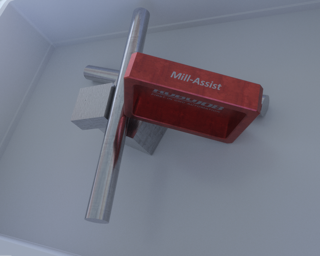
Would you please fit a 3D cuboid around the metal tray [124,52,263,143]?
[{"bbox_3d":[0.029,-0.027,0.329,0.131,0.090,0.030,15,67,0],"label":"metal tray"}]

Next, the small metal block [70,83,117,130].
[{"bbox_3d":[-0.081,-0.027,0.397,0.050,0.025,0.050,-6,59,24],"label":"small metal block"}]

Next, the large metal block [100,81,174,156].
[{"bbox_3d":[-0.033,-0.020,0.416,0.080,0.050,0.080,20,72,35],"label":"large metal block"}]

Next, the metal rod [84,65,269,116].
[{"bbox_3d":[0.001,-0.060,0.439,0.300,0.025,0.025,16,70,34],"label":"metal rod"}]

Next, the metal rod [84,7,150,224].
[{"bbox_3d":[-0.046,-0.036,0.385,0.025,0.025,0.299,-6,59,25],"label":"metal rod"}]
